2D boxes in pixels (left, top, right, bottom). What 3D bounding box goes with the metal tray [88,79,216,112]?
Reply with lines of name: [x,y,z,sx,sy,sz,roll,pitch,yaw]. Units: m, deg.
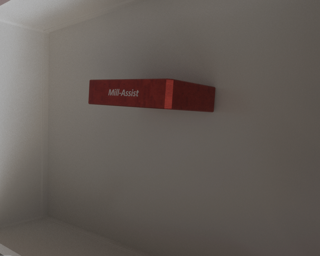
metal tray: [-0.012,-0.039,0.374,0.130,0.091,0.030,7,95,40]
